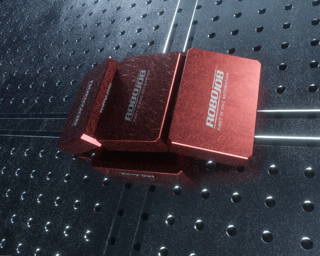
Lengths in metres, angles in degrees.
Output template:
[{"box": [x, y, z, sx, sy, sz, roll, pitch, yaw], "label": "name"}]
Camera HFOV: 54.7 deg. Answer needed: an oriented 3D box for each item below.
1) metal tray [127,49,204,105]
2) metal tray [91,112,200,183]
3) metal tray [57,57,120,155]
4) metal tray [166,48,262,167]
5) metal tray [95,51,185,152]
[{"box": [0.002, -0.061, 0.440, 0.130, 0.030, 0.090, 1, 62, 28], "label": "metal tray"}, {"box": [-0.018, 0.019, 0.402, 0.130, 0.030, 0.090, 1, 62, 28], "label": "metal tray"}, {"box": [-0.099, -0.031, 0.451, 0.090, 0.030, 0.130, -19, 50, 49], "label": "metal tray"}, {"box": [0.065, -0.027, 0.362, 0.090, 0.030, 0.130, 12, 65, 3], "label": "metal tray"}, {"box": [-0.021, -0.035, 0.397, 0.090, 0.030, 0.130, 0, 61, 27], "label": "metal tray"}]
